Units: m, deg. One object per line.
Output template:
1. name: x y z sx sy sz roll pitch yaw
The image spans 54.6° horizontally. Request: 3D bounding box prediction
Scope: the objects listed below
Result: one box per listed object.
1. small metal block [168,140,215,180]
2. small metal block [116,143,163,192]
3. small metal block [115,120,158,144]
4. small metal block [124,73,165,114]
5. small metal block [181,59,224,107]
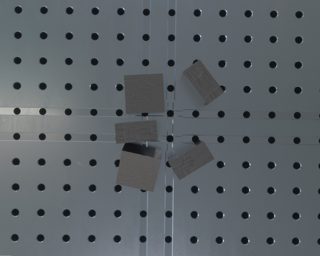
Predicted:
1. small metal block: 0.039 0.040 0.401 0.050 0.050 0.025 -32 90 0
2. small metal block: -0.027 0.051 0.405 0.050 0.025 0.050 13 113 0
3. small metal block: -0.029 0.005 0.401 0.050 0.050 0.025 -5 90 0
4. small metal block: -0.020 -0.045 0.413 0.050 0.025 0.050 -3 90 0
5. small metal block: 0.053 -0.056 0.401 0.025 0.050 0.050 -37 90 0
